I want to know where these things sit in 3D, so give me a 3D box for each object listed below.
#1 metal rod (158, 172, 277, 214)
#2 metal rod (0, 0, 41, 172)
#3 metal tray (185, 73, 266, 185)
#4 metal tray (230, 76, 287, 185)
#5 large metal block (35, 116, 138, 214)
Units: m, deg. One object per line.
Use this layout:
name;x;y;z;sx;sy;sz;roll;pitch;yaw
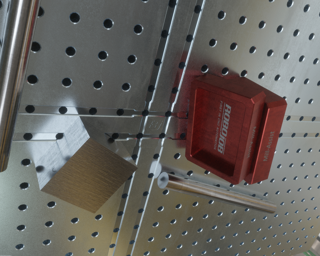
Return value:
metal rod;0.118;0.122;0.553;0.302;0.025;0.025;21;107;-37
metal rod;-0.130;-0.088;0.286;0.025;0.025;0.298;8;115;-32
metal tray;0.081;0.002;0.413;0.030;0.090;0.129;-29;133;-40
metal tray;0.123;0.003;0.440;0.030;0.090;0.129;-13;124;-22
large metal block;-0.089;0.046;0.376;0.080;0.050;0.080;-47;130;4
